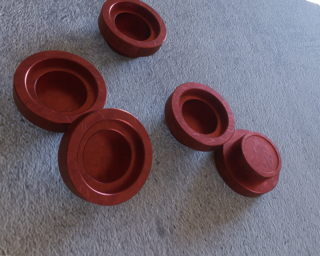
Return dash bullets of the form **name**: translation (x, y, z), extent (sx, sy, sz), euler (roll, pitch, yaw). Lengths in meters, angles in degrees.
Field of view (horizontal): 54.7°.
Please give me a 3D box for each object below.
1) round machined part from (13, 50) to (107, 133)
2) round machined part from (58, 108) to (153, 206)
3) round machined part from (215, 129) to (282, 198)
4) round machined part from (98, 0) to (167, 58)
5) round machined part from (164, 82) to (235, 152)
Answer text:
- **round machined part**: translation (-0.114, -0.037, 0.354), extent (0.099, 0.042, 0.098), euler (14, 56, -21)
- **round machined part**: translation (-0.059, 0.029, 0.326), extent (0.099, 0.042, 0.097), euler (2, 86, -38)
- **round machined part**: translation (0.130, 0.044, 0.436), extent (0.099, 0.042, 0.098), euler (14, 56, -21)
- **round machined part**: translation (-0.043, -0.143, 0.456), extent (0.099, 0.042, 0.098), euler (14, 56, -21)
- **round machined part**: translation (0.050, -0.011, 0.427), extent (0.099, 0.042, 0.098), euler (14, 56, -21)
